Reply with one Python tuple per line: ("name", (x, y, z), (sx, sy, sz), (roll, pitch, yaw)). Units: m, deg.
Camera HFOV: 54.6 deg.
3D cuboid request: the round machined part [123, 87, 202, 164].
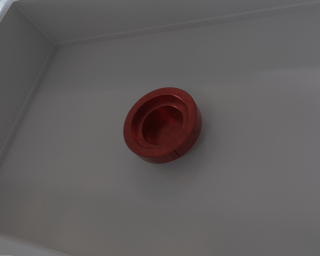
("round machined part", (0.007, 0.000, 0.392), (0.098, 0.042, 0.098), (-13, 56, 21))
